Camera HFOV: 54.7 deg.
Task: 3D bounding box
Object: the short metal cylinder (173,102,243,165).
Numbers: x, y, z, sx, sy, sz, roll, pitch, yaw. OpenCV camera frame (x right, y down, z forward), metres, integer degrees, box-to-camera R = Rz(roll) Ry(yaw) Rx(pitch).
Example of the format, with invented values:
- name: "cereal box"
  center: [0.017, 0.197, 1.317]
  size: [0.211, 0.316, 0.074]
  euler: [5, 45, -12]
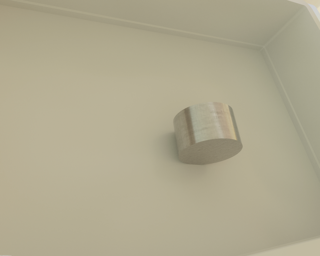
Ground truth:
- name: "short metal cylinder"
  center: [0.060, 0.009, 0.399]
  size: [0.081, 0.080, 0.050]
  euler: [7, 59, -25]
